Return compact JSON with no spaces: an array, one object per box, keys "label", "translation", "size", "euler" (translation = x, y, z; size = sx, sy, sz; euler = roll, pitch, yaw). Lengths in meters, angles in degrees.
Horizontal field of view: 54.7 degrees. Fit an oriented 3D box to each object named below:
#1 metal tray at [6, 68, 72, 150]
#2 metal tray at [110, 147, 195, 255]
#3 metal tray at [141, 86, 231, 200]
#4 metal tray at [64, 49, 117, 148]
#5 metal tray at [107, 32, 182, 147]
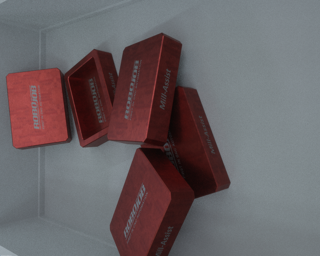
[{"label":"metal tray","translation":[-0.208,-0.033,0.536],"size":[0.091,0.030,0.129],"euler":[-8,82,-6]},{"label":"metal tray","translation":[-0.016,0.099,0.359],"size":[0.090,0.030,0.129],"euler":[49,126,50]},{"label":"metal tray","translation":[0.022,0.025,0.384],"size":[0.090,0.030,0.129],"euler":[-28,73,36]},{"label":"metal tray","translation":[-0.100,-0.044,0.483],"size":[0.090,0.030,0.129],"euler":[-27,73,36]},{"label":"metal tray","translation":[-0.021,-0.044,0.390],"size":[0.090,0.030,0.129],"euler":[-1,77,52]}]
